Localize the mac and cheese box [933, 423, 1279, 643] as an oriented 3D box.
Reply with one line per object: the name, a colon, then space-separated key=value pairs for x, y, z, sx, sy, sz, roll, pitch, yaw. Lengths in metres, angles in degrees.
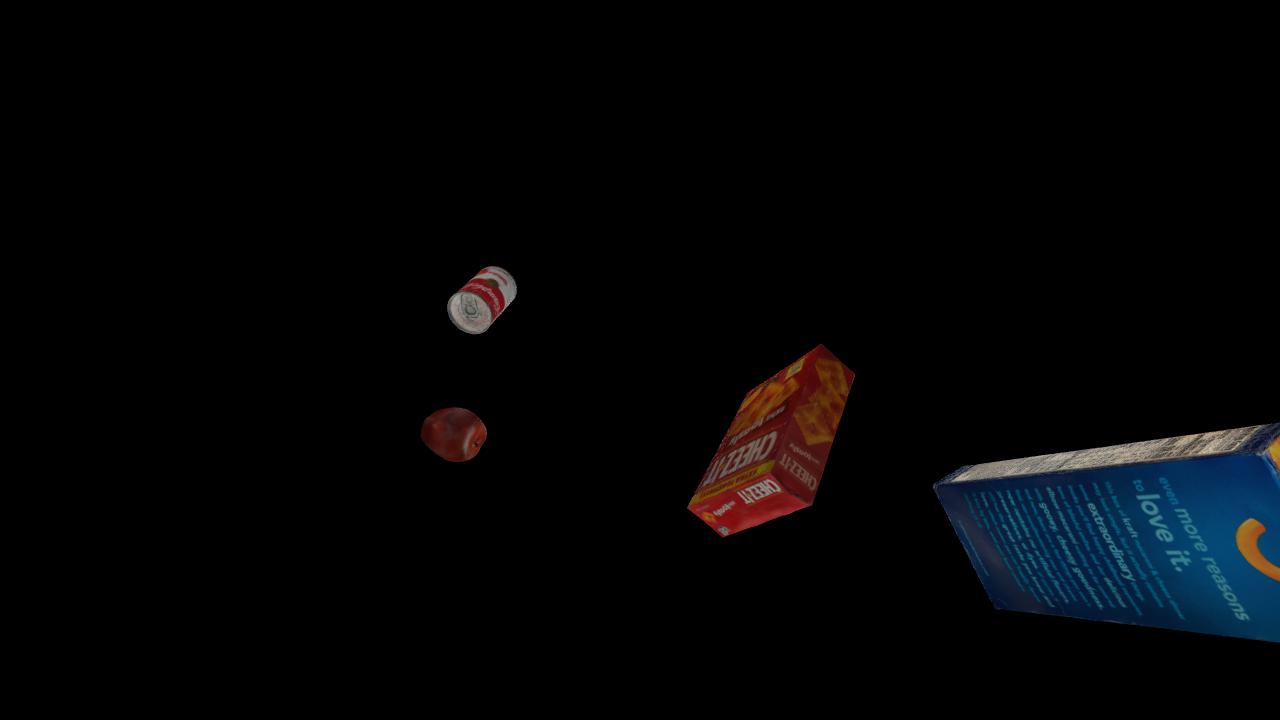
mac and cheese box: x=0.261 y=0.096 z=0.338 sx=0.041 sy=0.093 sz=0.184 roll=-22 pitch=-7 yaw=-24

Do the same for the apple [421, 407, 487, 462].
apple: x=-0.271 y=0.108 z=0.898 sx=0.093 sy=0.079 sz=0.079 roll=18 pitch=6 yaw=18

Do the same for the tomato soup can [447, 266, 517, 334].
tomato soup can: x=-0.230 y=-0.090 z=0.907 sx=0.068 sy=0.068 sz=0.101 roll=0 pitch=30 yaw=14

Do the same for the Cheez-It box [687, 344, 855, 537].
Cheez-It box: x=0.168 y=0.102 z=0.777 sx=0.071 sy=0.223 sz=0.166 roll=40 pitch=-39 yaw=-6
